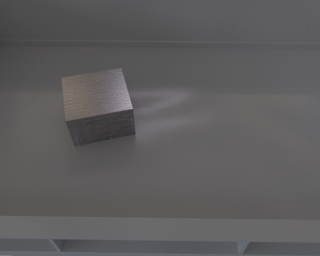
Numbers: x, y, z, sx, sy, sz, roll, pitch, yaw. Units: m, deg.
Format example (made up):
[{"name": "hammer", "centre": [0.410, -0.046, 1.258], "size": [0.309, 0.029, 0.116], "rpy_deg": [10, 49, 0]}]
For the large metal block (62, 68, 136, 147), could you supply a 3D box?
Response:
[{"name": "large metal block", "centre": [-0.082, -0.029, 0.413], "size": [0.081, 0.050, 0.080], "rpy_deg": [-11, 51, -10]}]
